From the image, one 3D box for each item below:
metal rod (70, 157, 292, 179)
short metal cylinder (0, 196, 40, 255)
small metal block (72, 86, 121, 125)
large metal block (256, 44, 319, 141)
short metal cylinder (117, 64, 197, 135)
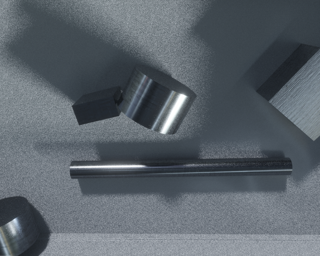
[{"bbox_3d":[0.029,0.056,0.432,0.302,0.025,0.025,-1,110,0],"label":"metal rod"},{"bbox_3d":[-0.217,0.139,0.430,0.080,0.080,0.050,-10,110,3],"label":"short metal cylinder"},{"bbox_3d":[-0.075,-0.029,0.385,0.050,0.050,0.025,-13,110,6],"label":"small metal block"},{"bbox_3d":[0.183,-0.045,0.384,0.080,0.050,0.080,38,106,-13],"label":"large metal block"},{"bbox_3d":[-0.004,-0.035,0.369,0.080,0.080,0.050,25,108,-9],"label":"short metal cylinder"}]
